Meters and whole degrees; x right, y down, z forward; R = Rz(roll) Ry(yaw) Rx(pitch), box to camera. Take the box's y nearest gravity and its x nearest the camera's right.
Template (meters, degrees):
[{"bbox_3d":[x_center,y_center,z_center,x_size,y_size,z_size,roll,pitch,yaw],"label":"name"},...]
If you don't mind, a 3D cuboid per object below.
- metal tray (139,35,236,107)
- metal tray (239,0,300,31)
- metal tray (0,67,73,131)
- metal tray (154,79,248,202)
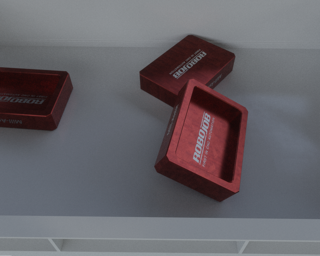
[{"bbox_3d":[0.043,-0.088,0.476,0.090,0.030,0.131,32,57,24],"label":"metal tray"},{"bbox_3d":[0.208,-0.240,0.606,0.091,0.030,0.130,1,50,1],"label":"metal tray"},{"bbox_3d":[-0.200,-0.044,0.436,0.131,0.030,0.090,4,50,3],"label":"metal tray"},{"bbox_3d":[0.055,0.010,0.369,0.090,0.030,0.130,27,51,-10],"label":"metal tray"}]
